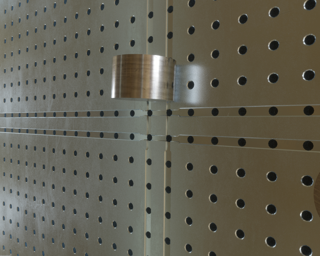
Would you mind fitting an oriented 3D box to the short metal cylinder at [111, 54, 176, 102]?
[{"bbox_3d":[-0.021,-0.060,0.391,0.080,0.081,0.050,4,93,40],"label":"short metal cylinder"}]

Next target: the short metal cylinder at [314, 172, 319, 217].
[{"bbox_3d":[0.174,0.055,0.249,0.080,0.050,0.079,0,90,40],"label":"short metal cylinder"}]
